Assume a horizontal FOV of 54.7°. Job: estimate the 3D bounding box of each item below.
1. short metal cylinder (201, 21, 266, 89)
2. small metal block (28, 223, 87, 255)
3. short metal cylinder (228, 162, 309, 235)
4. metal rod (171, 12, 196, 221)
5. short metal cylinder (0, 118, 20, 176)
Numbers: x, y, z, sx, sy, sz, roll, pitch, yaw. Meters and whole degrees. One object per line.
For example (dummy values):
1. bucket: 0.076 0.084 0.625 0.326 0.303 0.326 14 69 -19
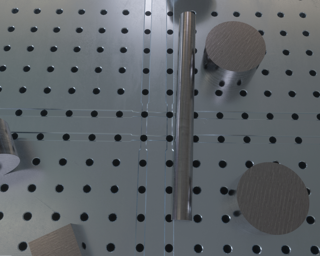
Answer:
1. short metal cylinder: 0.101 -0.102 0.436 0.081 0.050 0.080 0 70 0
2. small metal block: -0.116 0.145 0.358 0.050 0.025 0.050 -23 72 -9
3. short metal cylinder: 0.126 0.085 0.368 0.081 0.050 0.080 0 70 0
4. metal rod: 0.034 -0.029 0.422 0.025 0.025 0.299 3 70 1
5. short metal cylinder: -0.218 0.028 0.370 0.080 0.080 0.050 -24 72 -8
